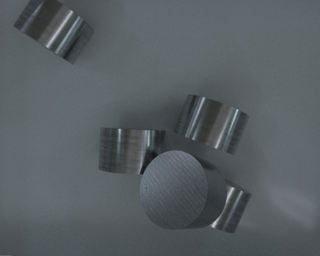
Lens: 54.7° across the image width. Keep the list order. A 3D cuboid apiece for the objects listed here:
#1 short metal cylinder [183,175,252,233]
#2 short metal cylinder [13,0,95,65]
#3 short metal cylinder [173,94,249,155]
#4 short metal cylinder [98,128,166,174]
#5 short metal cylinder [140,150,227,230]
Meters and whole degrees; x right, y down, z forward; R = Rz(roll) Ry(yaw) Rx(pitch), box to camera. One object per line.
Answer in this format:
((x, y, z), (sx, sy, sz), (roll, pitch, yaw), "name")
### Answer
((0.066, 0.087, 0.385), (0.080, 0.080, 0.050), (25, 90, -1), "short metal cylinder")
((-0.129, -0.122, 0.382), (0.080, 0.080, 0.050), (33, 90, -1), "short metal cylinder")
((0.063, -0.004, 0.385), (0.080, 0.080, 0.050), (21, 90, -1), "short metal cylinder")
((-0.034, 0.026, 0.384), (0.081, 0.080, 0.050), (3, 90, -1), "short metal cylinder")
((0.026, 0.068, 0.337), (0.080, 0.050, 0.080), (-10, 70, 31), "short metal cylinder")
